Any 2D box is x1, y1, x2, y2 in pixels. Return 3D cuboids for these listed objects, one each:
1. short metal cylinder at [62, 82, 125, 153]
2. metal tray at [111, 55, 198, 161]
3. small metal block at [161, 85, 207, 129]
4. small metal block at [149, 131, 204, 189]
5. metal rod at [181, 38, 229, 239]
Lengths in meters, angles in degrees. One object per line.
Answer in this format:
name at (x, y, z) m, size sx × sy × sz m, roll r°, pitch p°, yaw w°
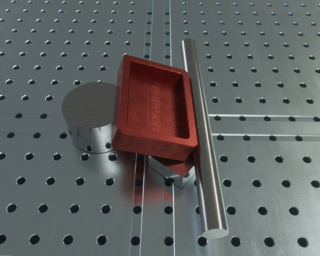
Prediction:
short metal cylinder at (-0.080, -0.014, 0.401) m, size 0.081 × 0.050 × 0.080 m, roll 0°, pitch 50°, yaw 0°
metal tray at (-0.007, -0.028, 0.376) m, size 0.091 × 0.030 × 0.130 m, roll 12°, pitch 48°, yaw -16°
small metal block at (0.032, -0.030, 0.434) m, size 0.050 × 0.025 × 0.050 m, roll -12°, pitch 51°, yaw -10°
small metal block at (0.022, 0.037, 0.376) m, size 0.050 × 0.025 × 0.050 m, roll 32°, pitch 57°, yaw 23°
metal rod at (0.048, -0.015, 0.388) m, size 0.025 × 0.025 × 0.300 m, roll -1°, pitch 50°, yaw -1°
